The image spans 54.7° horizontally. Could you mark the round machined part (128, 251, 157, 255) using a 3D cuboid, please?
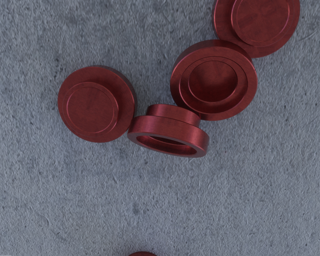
[{"bbox_3d":[-0.028,0.235,0.487,0.099,0.042,0.097,0,110,0],"label":"round machined part"}]

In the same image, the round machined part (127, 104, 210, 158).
[{"bbox_3d":[0.013,0.002,0.382,0.099,0.098,0.042,16,74,-6],"label":"round machined part"}]

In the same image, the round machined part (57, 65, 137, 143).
[{"bbox_3d":[-0.080,-0.027,0.384,0.099,0.042,0.097,2,108,5],"label":"round machined part"}]

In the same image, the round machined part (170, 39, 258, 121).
[{"bbox_3d":[0.063,-0.059,0.369,0.099,0.042,0.097,3,129,4],"label":"round machined part"}]

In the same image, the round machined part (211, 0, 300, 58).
[{"bbox_3d":[0.111,-0.129,0.354,0.099,0.042,0.097,0,110,0],"label":"round machined part"}]
